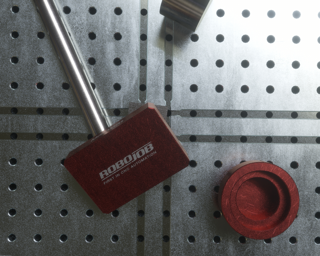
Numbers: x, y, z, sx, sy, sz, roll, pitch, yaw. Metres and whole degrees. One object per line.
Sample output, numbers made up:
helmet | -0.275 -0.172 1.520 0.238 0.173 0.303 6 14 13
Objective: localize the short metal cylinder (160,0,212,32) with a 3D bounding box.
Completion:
short metal cylinder | 0.041 -0.168 0.386 0.050 0.080 0.080 28 90 -1

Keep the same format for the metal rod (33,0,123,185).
metal rod | -0.109 -0.066 0.411 0.025 0.025 0.299 -24 90 0

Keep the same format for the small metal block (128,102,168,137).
small metal block | -0.017 -0.006 0.413 0.050 0.025 0.050 7 90 -1

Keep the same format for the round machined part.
round machined part | 0.125 0.091 0.407 0.099 0.042 0.097 0 90 -1

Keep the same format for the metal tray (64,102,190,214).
metal tray | -0.041 0.039 0.392 0.130 0.030 0.090 -32 106 6
